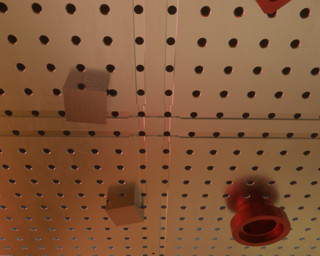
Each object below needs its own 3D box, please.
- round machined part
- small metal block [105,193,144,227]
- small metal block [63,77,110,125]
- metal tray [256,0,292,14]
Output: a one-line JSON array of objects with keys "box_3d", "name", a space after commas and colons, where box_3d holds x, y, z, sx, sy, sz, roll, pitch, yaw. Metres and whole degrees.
[{"box_3d": [0.172, 0.163, 0.543, 0.099, 0.042, 0.097, -1, 130, 0], "name": "round machined part"}, {"box_3d": [-0.059, 0.141, 0.531, 0.050, 0.025, 0.050, -14, 129, 11], "name": "small metal block"}, {"box_3d": [-0.090, -0.033, 0.382, 0.050, 0.025, 0.050, 5, 130, -5], "name": "small metal block"}, {"box_3d": [0.124, -0.174, 0.262, 0.130, 0.030, 0.090, -33, 123, 24], "name": "metal tray"}]
